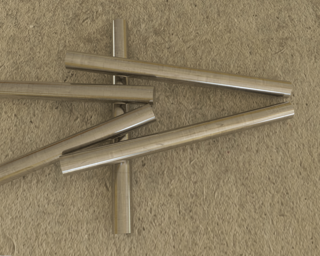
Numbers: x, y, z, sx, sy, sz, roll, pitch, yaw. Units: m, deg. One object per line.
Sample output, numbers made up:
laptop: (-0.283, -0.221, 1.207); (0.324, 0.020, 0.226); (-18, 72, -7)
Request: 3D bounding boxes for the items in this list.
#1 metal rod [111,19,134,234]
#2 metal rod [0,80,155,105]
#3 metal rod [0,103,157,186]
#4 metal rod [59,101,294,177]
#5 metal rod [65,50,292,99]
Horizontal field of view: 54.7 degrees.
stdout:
metal rod: (-0.052, -0.016, 0.414); (0.025, 0.025, 0.299); (-3, 70, -2)
metal rod: (-0.157, -0.049, 0.410); (0.302, 0.025, 0.025); (3, 70, 6)
metal rod: (-0.148, 0.038, 0.379); (0.302, 0.025, 0.025); (-22, 72, -3)
metal rod: (0.031, 0.010, 0.389); (0.302, 0.025, 0.025); (-13, 71, -12)
metal rod: (0.028, -0.071, 0.418); (0.302, 0.025, 0.025); (7, 70, -5)
